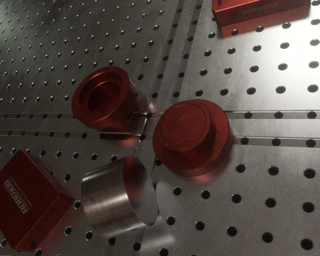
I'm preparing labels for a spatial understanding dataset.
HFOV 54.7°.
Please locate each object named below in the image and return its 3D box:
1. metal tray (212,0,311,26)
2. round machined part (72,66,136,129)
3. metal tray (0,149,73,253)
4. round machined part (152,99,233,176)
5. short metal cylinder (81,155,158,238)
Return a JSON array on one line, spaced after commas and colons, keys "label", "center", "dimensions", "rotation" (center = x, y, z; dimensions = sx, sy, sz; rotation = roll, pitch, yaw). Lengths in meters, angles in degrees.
[{"label": "metal tray", "center": [0.145, -0.206, 0.454], "dimensions": [0.130, 0.030, 0.090], "rotation": [-7, 58, 24]}, {"label": "round machined part", "center": [-0.079, -0.041, 0.462], "dimensions": [0.098, 0.042, 0.098], "rotation": [-13, 56, 20]}, {"label": "metal tray", "center": [-0.193, 0.099, 0.443], "dimensions": [0.130, 0.030, 0.090], "rotation": [32, 79, 37]}, {"label": "round machined part", "center": [0.035, 0.006, 0.375], "dimensions": [0.098, 0.042, 0.098], "rotation": [-13, 57, 20]}, {"label": "short metal cylinder", "center": [-0.043, 0.077, 0.347], "dimensions": [0.050, 0.080, 0.080], "rotation": [-22, 54, 15]}]
